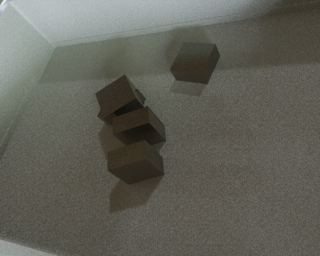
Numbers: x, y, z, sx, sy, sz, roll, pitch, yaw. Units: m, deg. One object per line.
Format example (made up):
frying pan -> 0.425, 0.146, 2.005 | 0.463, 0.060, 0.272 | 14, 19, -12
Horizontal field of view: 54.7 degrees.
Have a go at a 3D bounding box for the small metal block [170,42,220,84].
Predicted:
small metal block -> 0.050, -0.092, 0.435 | 0.050, 0.025, 0.050 | 13, 68, 33

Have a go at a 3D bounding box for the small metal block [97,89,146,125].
small metal block -> -0.056, -0.030, 0.452 | 0.050, 0.025, 0.050 | 7, 65, 30

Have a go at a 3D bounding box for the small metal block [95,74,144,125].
small metal block -> -0.056, -0.038, 0.424 | 0.050, 0.025, 0.050 | -31, 52, 7

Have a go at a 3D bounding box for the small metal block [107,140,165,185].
small metal block -> -0.029, 0.043, 0.377 | 0.050, 0.050, 0.025 | -19, 55, 17

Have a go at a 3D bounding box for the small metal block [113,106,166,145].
small metal block -> -0.026, 0.002, 0.401 | 0.050, 0.050, 0.025 | -18, 55, 18
